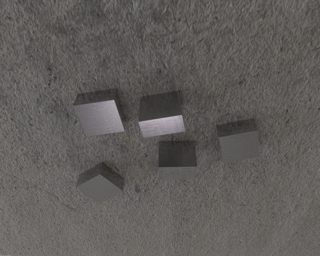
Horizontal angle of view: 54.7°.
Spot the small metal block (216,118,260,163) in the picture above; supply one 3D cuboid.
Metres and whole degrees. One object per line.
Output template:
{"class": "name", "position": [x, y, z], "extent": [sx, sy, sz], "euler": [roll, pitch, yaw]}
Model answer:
{"class": "small metal block", "position": [0.107, 0.018, 0.423], "extent": [0.050, 0.025, 0.050], "euler": [-11, 130, 9]}

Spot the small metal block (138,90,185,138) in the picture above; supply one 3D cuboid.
{"class": "small metal block", "position": [0.003, -0.018, 0.376], "extent": [0.050, 0.050, 0.025], "euler": [-9, 130, 7]}

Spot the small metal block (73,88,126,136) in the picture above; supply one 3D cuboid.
{"class": "small metal block", "position": [-0.074, -0.019, 0.390], "extent": [0.050, 0.025, 0.050], "euler": [-8, 130, 6]}

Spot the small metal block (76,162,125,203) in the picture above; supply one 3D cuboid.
{"class": "small metal block", "position": [-0.092, 0.085, 0.479], "extent": [0.050, 0.025, 0.050], "euler": [-30, 124, 23]}

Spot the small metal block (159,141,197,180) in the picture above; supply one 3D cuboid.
{"class": "small metal block", "position": [0.024, 0.044, 0.428], "extent": [0.050, 0.050, 0.025], "euler": [-1, 130, 0]}
